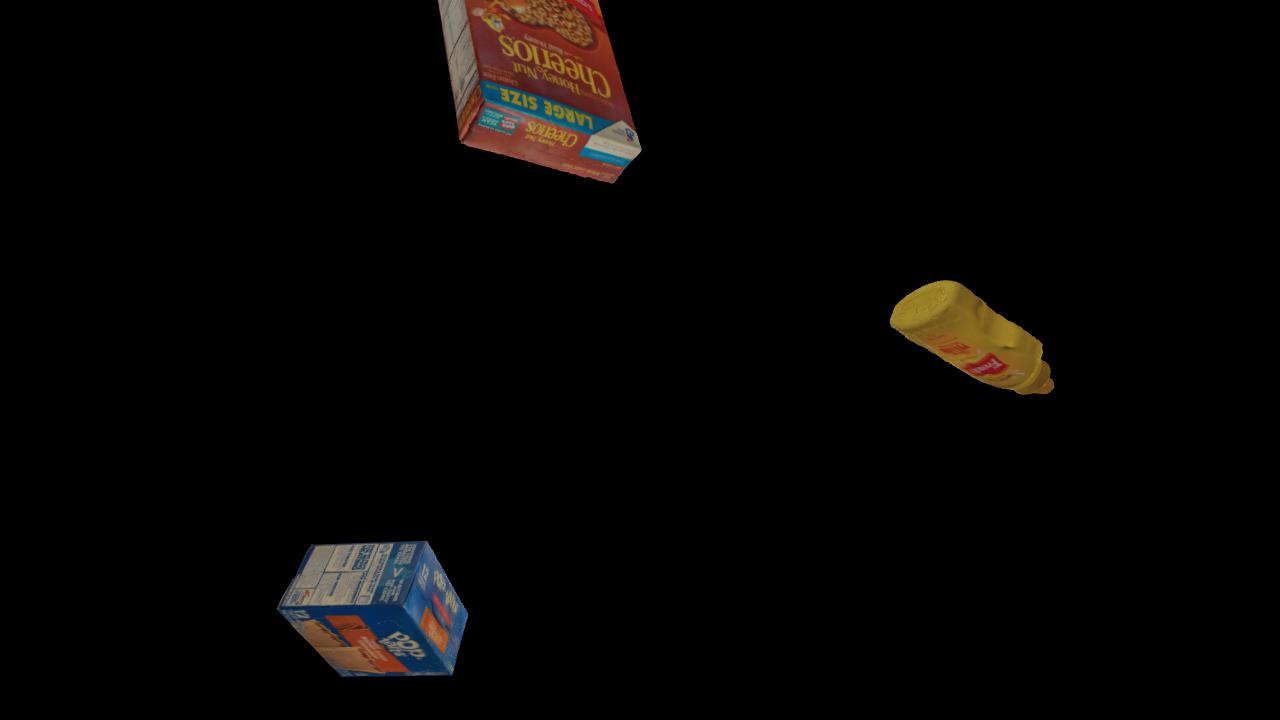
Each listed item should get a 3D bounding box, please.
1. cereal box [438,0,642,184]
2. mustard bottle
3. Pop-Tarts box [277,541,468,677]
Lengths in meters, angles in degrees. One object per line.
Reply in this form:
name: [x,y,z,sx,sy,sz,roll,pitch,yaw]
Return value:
cereal box: [-0.126,-0.372,0.738,0.203,0.306,0.081,3,-27,-38]
mustard bottle: [0.364,-0.014,0.648,0.184,0.054,0.092,30,-24,-12]
Pop-Tarts box: [-0.297,0.291,0.709,0.141,0.167,0.083,-3,41,5]
